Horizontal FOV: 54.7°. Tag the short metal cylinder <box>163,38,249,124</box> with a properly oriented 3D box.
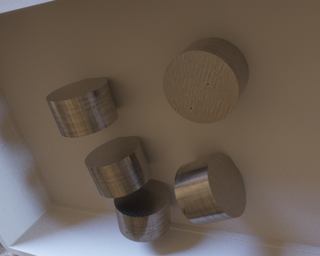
[{"bbox_3d":[0.050,-0.051,0.334,0.080,0.050,0.079,13,124,21],"label":"short metal cylinder"}]

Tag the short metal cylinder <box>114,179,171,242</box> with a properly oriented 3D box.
[{"bbox_3d":[-0.025,0.121,0.461,0.080,0.080,0.050,10,123,23],"label":"short metal cylinder"}]

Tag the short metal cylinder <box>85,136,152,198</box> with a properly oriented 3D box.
[{"bbox_3d":[-0.058,0.053,0.437,0.080,0.080,0.050,-6,116,31],"label":"short metal cylinder"}]

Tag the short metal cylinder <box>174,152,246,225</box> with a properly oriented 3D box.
[{"bbox_3d":[0.064,0.076,0.387,0.050,0.080,0.080,-27,104,37],"label":"short metal cylinder"}]

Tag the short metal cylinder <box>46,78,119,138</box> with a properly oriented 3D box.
[{"bbox_3d":[-0.101,-0.029,0.409,0.080,0.080,0.050,0,118,28],"label":"short metal cylinder"}]
